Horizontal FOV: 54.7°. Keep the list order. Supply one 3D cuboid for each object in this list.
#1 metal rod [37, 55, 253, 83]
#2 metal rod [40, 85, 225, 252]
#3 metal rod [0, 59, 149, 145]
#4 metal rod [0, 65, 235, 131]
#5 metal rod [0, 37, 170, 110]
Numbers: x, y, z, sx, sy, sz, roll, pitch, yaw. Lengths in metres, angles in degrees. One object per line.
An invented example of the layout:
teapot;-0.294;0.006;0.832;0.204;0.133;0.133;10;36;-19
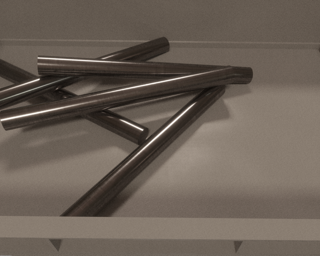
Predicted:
metal rod;-0.010;-0.081;0.437;0.302;0.025;0.025;0;49;-15
metal rod;-0.013;0.027;0.381;0.025;0.025;0.302;34;57;24
metal rod;-0.151;-0.049;0.443;0.301;0.025;0.025;25;54;19
metal rod;-0.045;-0.042;0.406;0.302;0.025;0.025;-13;52;-11
metal rod;-0.107;-0.083;0.447;0.302;0.025;0.025;-27;55;-31
